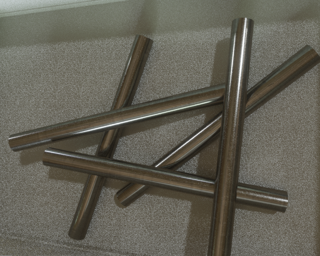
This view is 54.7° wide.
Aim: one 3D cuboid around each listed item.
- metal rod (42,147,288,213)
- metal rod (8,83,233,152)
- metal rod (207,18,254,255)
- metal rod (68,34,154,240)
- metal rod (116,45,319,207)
[{"bbox_3d":[-0.001,0.062,0.384,0.301,0.025,0.025,9,93,9],"label":"metal rod"},{"bbox_3d":[-0.056,-0.012,0.404,0.301,0.025,0.025,-13,86,9],"label":"metal rod"},{"bbox_3d":[0.079,0.025,0.349,0.025,0.025,0.298,5,85,20],"label":"metal rod"},{"bbox_3d":[-0.071,0.018,0.435,0.025,0.025,0.298,22,97,18],"label":"metal rod"},{"bbox_3d":[0.061,0.007,0.388,0.300,0.025,0.025,-39,78,15],"label":"metal rod"}]
